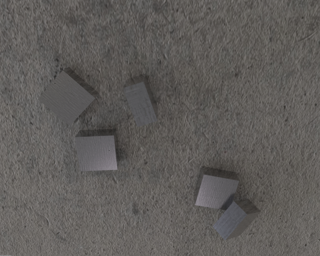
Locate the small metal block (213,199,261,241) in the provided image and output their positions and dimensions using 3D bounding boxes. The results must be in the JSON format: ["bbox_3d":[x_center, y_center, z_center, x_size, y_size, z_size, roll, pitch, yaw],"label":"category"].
[{"bbox_3d":[0.111,0.130,0.444,0.050,0.025,0.050,12,117,-51],"label":"small metal block"}]

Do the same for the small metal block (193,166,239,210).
[{"bbox_3d":[0.079,0.086,0.442,0.050,0.025,0.050,11,110,-4],"label":"small metal block"}]

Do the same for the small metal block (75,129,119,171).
[{"bbox_3d":[-0.084,0.030,0.420,0.050,0.025,0.050,-3,110,1],"label":"small metal block"}]

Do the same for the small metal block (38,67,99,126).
[{"bbox_3d":[-0.115,-0.040,0.394,0.050,0.025,0.050,42,105,-14],"label":"small metal block"}]

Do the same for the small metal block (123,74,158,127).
[{"bbox_3d":[-0.023,-0.036,0.383,0.025,0.050,0.050,-17,109,6],"label":"small metal block"}]
